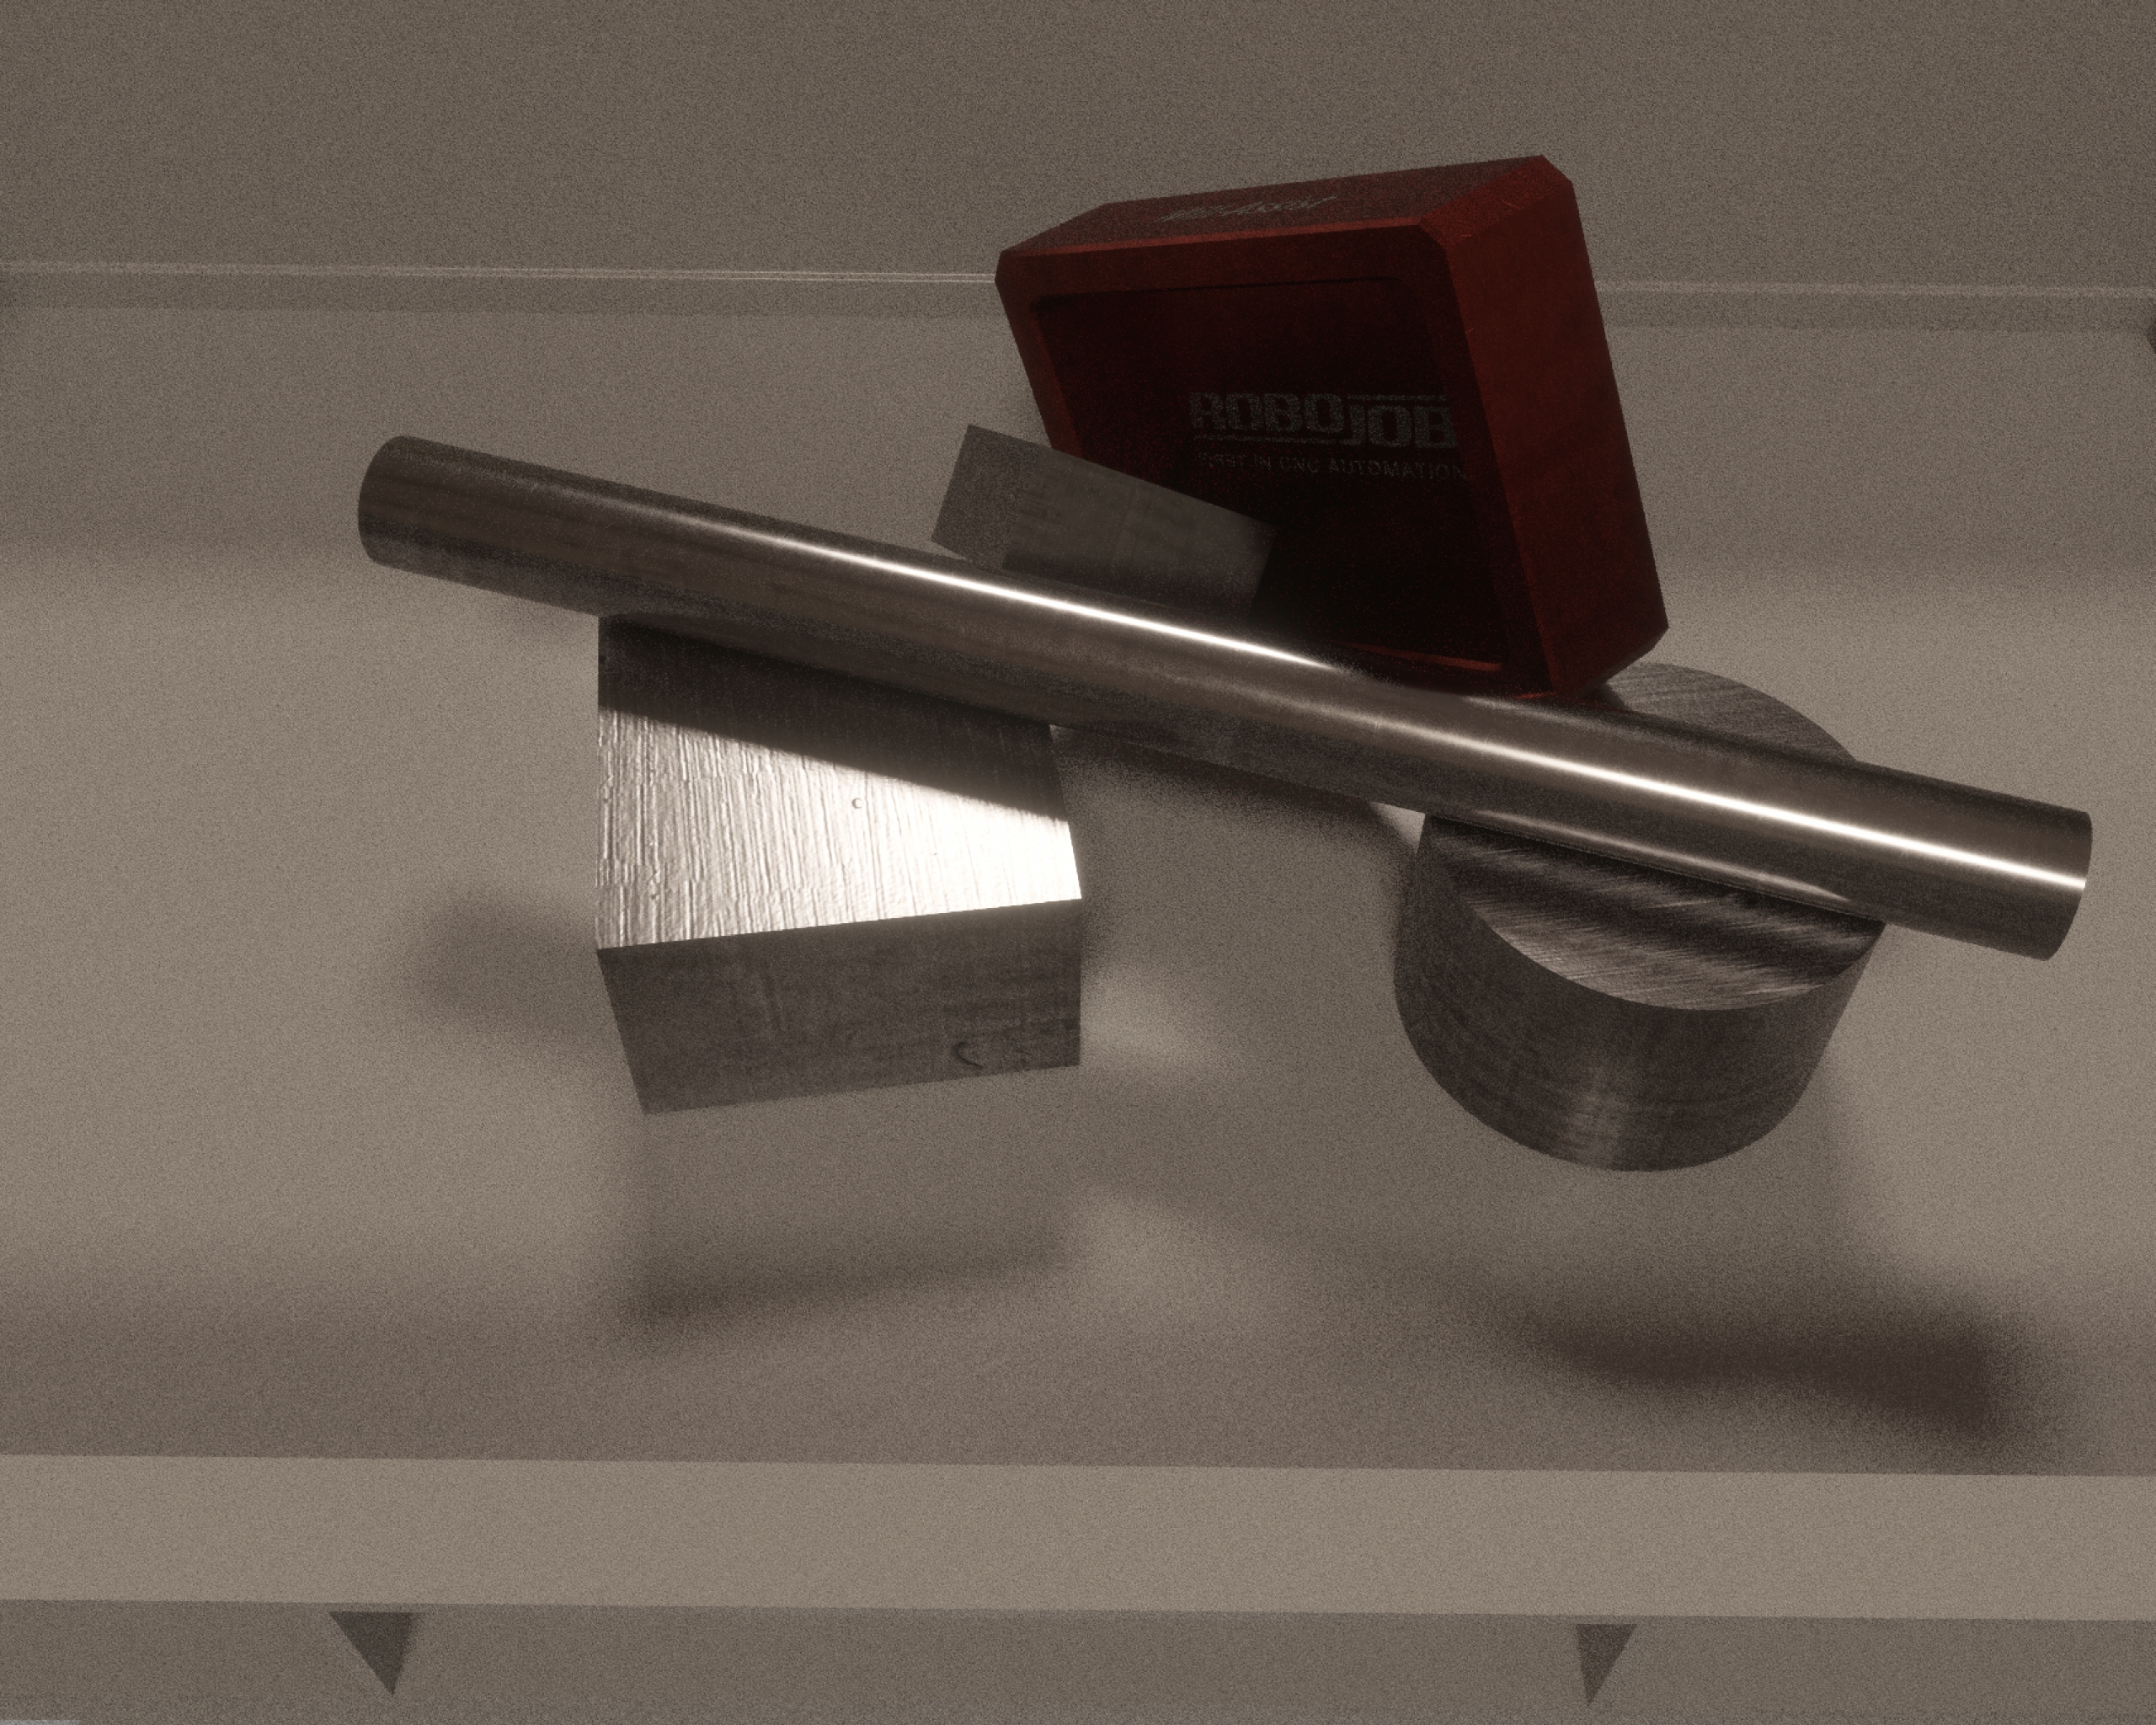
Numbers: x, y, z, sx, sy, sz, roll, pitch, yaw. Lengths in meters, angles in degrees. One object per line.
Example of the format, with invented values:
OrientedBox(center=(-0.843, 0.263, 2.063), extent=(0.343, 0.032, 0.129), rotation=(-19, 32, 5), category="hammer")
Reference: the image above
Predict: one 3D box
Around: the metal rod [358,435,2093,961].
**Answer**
OrientedBox(center=(0.015, -0.032, 0.364), extent=(0.301, 0.025, 0.025), rotation=(14, 51, 11), category="metal rod")

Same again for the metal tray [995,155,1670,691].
OrientedBox(center=(0.044, -0.081, 0.397), extent=(0.030, 0.090, 0.130), rotation=(-33, 28, -26), category="metal tray")

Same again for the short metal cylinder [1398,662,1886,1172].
OrientedBox(center=(0.101, 0.009, 0.381), extent=(0.081, 0.050, 0.080), rotation=(0, 50, 0), category="short metal cylinder")

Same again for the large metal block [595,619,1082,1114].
OrientedBox(center=(-0.045, -0.004, 0.390), extent=(0.081, 0.050, 0.080), rotation=(-6, 50, -6), category="large metal block")

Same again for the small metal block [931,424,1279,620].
OrientedBox(center=(0.004, -0.065, 0.414), extent=(0.050, 0.025, 0.050), rotation=(15, 10, -22), category="small metal block")
